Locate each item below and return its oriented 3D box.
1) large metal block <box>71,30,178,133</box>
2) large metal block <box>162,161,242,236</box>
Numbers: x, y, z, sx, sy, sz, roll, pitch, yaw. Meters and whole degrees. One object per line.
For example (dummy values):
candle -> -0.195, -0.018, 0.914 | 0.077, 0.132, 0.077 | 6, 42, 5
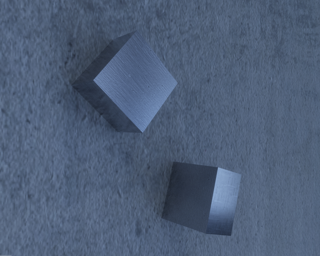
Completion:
large metal block -> -0.038, -0.051, 0.358 | 0.080, 0.050, 0.080 | 49, 61, -29
large metal block -> 0.055, 0.093, 0.418 | 0.050, 0.080, 0.080 | 21, 77, -39
